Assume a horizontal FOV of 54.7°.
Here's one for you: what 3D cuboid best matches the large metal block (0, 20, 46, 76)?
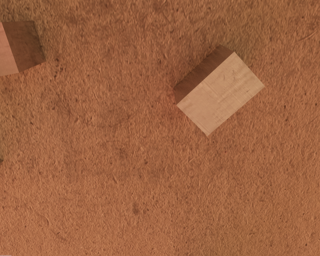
[{"bbox_3d":[-0.188,-0.086,0.347,0.080,0.080,0.050,-10,110,3],"label":"large metal block"}]

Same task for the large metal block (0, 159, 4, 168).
[{"bbox_3d":[-0.268,0.060,0.400,0.080,0.080,0.050,30,107,-11],"label":"large metal block"}]

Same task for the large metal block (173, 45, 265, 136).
[{"bbox_3d":[0.063,-0.048,0.363,0.080,0.080,0.050,-43,105,14],"label":"large metal block"}]
